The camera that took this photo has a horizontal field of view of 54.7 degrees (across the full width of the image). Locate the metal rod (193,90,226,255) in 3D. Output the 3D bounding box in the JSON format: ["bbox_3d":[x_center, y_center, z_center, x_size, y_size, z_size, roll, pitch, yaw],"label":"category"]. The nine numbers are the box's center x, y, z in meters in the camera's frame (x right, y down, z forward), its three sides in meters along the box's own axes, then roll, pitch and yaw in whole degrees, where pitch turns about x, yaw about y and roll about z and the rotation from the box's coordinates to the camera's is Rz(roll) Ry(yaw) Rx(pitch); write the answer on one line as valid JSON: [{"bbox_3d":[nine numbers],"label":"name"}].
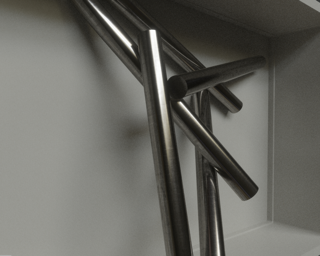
[{"bbox_3d":[0.055,0.062,0.364,0.025,0.025,0.300,39,37,-34],"label":"metal rod"}]

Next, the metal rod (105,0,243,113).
[{"bbox_3d":[0.025,-0.104,0.428,0.301,0.025,0.025,34,69,-35],"label":"metal rod"}]

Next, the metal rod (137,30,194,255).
[{"bbox_3d":[0.009,0.048,0.300,0.025,0.025,0.298,1,77,-40],"label":"metal rod"}]

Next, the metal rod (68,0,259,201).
[{"bbox_3d":[0.007,-0.036,0.348,0.300,0.025,0.025,49,59,-6],"label":"metal rod"}]

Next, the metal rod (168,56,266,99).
[{"bbox_3d":[0.099,-0.081,0.441,0.302,0.025,0.025,-26,107,-53],"label":"metal rod"}]
